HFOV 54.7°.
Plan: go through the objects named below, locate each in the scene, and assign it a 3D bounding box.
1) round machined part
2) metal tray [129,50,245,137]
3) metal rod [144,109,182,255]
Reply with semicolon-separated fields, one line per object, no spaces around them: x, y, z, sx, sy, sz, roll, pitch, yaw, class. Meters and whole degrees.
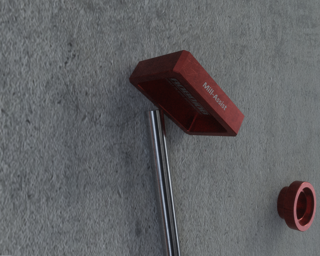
0.274;0.155;0.628;0.099;0.042;0.097;0;90;-40;round machined part
0.035;-0.037;0.393;0.130;0.090;0.030;41;65;-33;metal tray
0.010;0.124;0.415;0.025;0.025;0.298;-13;98;-40;metal rod
